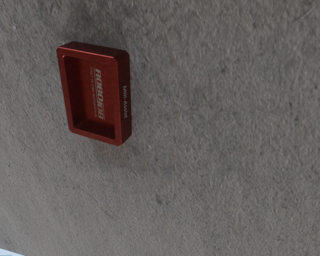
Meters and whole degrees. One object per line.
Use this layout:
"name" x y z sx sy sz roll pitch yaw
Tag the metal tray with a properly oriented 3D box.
"metal tray" -0.086 -0.045 0.422 0.090 0.030 0.129 15 125 20
